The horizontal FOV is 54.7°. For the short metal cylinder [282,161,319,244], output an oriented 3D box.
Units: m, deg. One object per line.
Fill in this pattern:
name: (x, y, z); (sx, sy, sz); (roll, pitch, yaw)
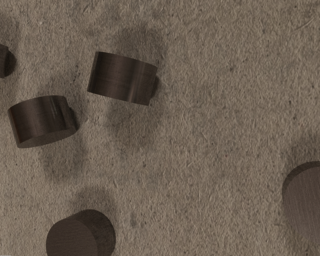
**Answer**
short metal cylinder: (0.176, 0.078, 0.334); (0.080, 0.050, 0.079); (0, 90, 19)

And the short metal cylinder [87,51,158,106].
short metal cylinder: (-0.048, -0.062, 0.396); (0.080, 0.080, 0.050); (15, 95, 19)

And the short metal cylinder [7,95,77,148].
short metal cylinder: (-0.165, -0.008, 0.436); (0.080, 0.080, 0.050); (-21, 83, 18)

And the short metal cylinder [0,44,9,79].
short metal cylinder: (-0.281, -0.108, 0.476); (0.080, 0.080, 0.050); (11, 94, 19)

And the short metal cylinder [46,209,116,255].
short metal cylinder: (-0.109, 0.160, 0.433); (0.080, 0.050, 0.079); (0, 90, 19)
